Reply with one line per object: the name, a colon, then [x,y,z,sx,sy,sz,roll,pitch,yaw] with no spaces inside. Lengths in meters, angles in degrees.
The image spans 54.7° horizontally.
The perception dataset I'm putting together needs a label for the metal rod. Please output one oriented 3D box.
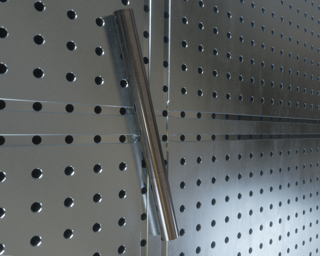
metal rod: [-0.015,0.003,0.398,0.025,0.025,0.298,-20,103,-39]
